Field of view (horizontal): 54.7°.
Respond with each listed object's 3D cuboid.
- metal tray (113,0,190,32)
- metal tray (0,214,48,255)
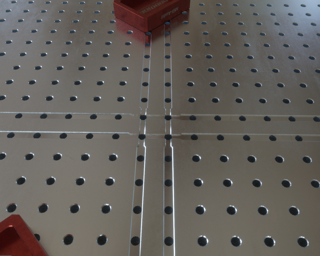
[{"bbox_3d":[-0.014,-0.242,0.607,0.090,0.030,0.131,36,58,26],"label":"metal tray"},{"bbox_3d":[-0.134,0.153,0.273,0.091,0.030,0.130,-35,59,-26],"label":"metal tray"}]
